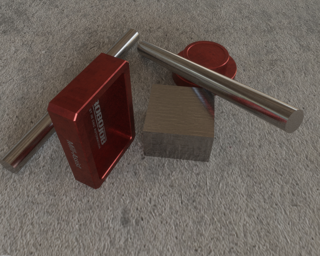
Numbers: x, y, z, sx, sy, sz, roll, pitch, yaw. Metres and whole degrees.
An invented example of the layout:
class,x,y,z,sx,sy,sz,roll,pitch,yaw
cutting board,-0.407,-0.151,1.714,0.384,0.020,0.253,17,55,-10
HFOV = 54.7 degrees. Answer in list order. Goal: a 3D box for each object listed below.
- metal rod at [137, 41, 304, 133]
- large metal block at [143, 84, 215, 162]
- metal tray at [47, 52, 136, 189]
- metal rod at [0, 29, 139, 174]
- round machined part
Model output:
class,x,y,z,sx,sy,sz,roll,pitch,yaw
metal rod,0.051,-0.070,0.405,0.025,0.025,0.300,-26,37,-21
large metal block,0.025,-0.007,0.394,0.080,0.050,0.080,5,50,4
metal tray,-0.065,-0.003,0.337,0.030,0.129,0.090,22,53,17
metal rod,-0.112,-0.058,0.450,0.025,0.025,0.301,21,53,16
round machined part,0.069,-0.097,0.475,0.099,0.042,0.098,0,50,0
